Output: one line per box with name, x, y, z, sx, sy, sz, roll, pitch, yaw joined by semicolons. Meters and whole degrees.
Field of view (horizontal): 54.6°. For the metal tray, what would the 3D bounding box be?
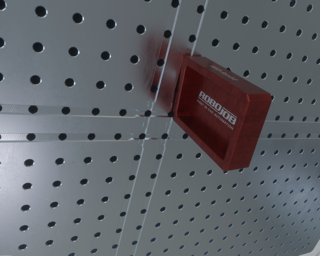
metal tray;0.063;-0.022;0.363;0.030;0.130;0.089;-4;121;-26
